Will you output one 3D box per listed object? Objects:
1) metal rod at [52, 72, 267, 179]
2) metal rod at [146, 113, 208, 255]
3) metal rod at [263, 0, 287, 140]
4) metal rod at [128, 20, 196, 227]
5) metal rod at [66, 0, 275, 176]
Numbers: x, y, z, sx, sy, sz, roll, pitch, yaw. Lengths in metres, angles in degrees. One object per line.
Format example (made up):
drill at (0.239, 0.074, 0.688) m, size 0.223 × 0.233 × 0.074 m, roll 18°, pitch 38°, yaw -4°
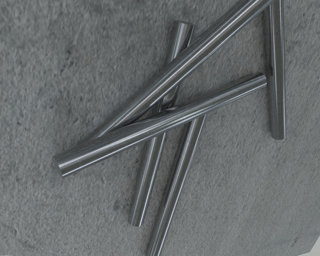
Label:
metal rod at (0.021, -0.015, 0.377) m, size 0.302 × 0.025 × 0.025 m, roll -24°, pitch 128°, yaw -27°
metal rod at (0.020, 0.102, 0.482) m, size 0.025 × 0.025 × 0.298 m, roll 0°, pitch 118°, yaw -29°
metal rod at (0.163, -0.100, 0.436) m, size 0.025 × 0.025 × 0.299 m, roll -28°, pitch 128°, yaw -11°
metal rod at (-0.004, 0.012, 0.413) m, size 0.025 × 0.025 × 0.298 m, roll -1°, pitch 119°, yaw -29°
metal rod at (0.001, -0.048, 0.351) m, size 0.300 × 0.025 × 0.025 m, roll -41°, pitch 130°, yaw 10°
